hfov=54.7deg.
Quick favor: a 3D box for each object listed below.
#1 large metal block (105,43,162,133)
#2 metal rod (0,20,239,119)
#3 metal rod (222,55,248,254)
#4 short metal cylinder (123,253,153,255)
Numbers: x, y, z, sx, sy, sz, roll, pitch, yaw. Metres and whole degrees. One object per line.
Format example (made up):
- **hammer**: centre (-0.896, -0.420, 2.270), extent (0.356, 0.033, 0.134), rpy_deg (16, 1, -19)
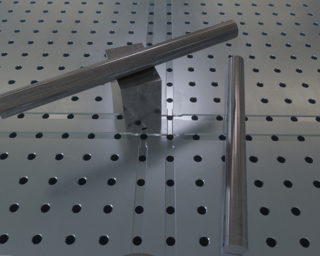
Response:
- **large metal block**: centre (-0.035, -0.054, 0.417), extent (0.050, 0.080, 0.080), rpy_deg (-15, 52, -12)
- **metal rod**: centre (-0.035, -0.076, 0.367), extent (0.302, 0.025, 0.025), rpy_deg (-23, 54, -18)
- **metal rod**: centre (0.098, 0.007, 0.402), extent (0.025, 0.025, 0.300), rpy_deg (7, 50, 6)
- **short metal cylinder**: centre (-0.019, 0.155, 0.261), extent (0.081, 0.050, 0.080), rpy_deg (0, 50, 0)
